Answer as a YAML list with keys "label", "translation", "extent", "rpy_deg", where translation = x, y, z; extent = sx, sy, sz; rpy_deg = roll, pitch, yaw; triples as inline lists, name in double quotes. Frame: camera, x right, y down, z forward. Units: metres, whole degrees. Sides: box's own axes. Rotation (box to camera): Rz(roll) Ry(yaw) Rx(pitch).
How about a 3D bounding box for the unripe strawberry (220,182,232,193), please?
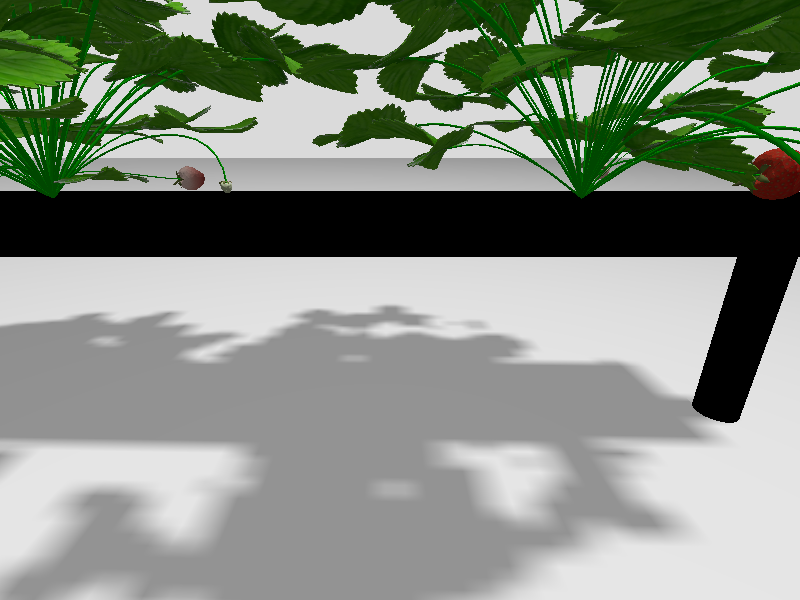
- label: "unripe strawberry"
  translation: [-0.149, -0.097, 0.344]
  extent: [0.010, 0.010, 0.009]
  rpy_deg: [-1, 21, -2]

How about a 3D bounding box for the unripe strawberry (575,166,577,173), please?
- label: "unripe strawberry"
  translation: [0.225, -0.167, 0.514]
  extent: [0.011, 0.012, 0.011]
  rpy_deg: [8, 22, 19]

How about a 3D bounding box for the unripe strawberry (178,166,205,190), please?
- label: "unripe strawberry"
  translation: [-0.212, -0.124, 0.409]
  extent: [0.024, 0.023, 0.022]
  rpy_deg: [-17, 27, -40]

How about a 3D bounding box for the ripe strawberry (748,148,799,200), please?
- label: "ripe strawberry"
  translation: [0.326, -0.107, 0.342]
  extent: [0.043, 0.042, 0.040]
  rpy_deg: [0, 21, -2]

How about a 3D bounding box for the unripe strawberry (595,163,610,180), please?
- label: "unripe strawberry"
  translation: [0.256, -0.167, 0.516]
  extent: [0.027, 0.024, 0.025]
  rpy_deg: [11, 13, 26]
